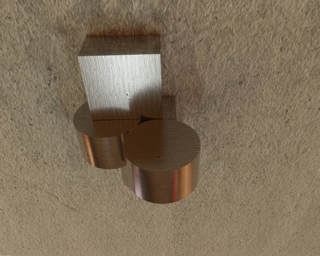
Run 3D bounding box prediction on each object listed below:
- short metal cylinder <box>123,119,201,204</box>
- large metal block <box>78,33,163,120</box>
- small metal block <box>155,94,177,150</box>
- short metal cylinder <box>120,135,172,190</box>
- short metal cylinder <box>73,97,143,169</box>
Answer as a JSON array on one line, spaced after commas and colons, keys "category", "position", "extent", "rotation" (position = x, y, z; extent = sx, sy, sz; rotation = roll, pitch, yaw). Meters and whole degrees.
[{"category": "short metal cylinder", "position": [0.003, 0.034, 0.337], "extent": [0.080, 0.080, 0.050], "rotation": [-2, 130, 1]}, {"category": "large metal block", "position": [-0.039, -0.056, 0.345], "extent": [0.080, 0.050, 0.079], "rotation": [-2, 130, 1]}, {"category": "small metal block", "position": [0.006, -0.008, 0.389], "extent": [0.025, 0.050, 0.050], "rotation": [1, 130, -1]}, {"category": "short metal cylinder", "position": [-0.013, 0.041, 0.408], "extent": [0.081, 0.080, 0.050], "rotation": [0, 130, 0]}, {"category": "short metal cylinder", "position": [-0.059, 0.003, 0.376], "extent": [0.080, 0.080, 0.050], "rotation": [-2, 130, 1]}]
